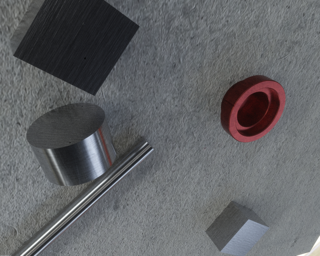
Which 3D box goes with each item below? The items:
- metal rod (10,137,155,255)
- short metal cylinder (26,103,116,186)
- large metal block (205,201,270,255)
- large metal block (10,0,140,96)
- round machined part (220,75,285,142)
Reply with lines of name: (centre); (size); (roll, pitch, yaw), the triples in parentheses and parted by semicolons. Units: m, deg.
metal rod: (-0.126, 0.121, 0.413); (0.300, 0.025, 0.025); (-42, 130, 0)
short metal cylinder: (-0.092, 0.015, 0.331); (0.081, 0.080, 0.050); (-22, 127, -16)
large metal block: (0.150, 0.196, 0.597); (0.080, 0.050, 0.080); (30, 102, -38)
large metal block: (-0.081, -0.089, 0.292); (0.080, 0.050, 0.080); (27, 104, -38)
round machined part: (0.128, -0.031, 0.449); (0.099, 0.042, 0.097); (-14, 125, -21)
